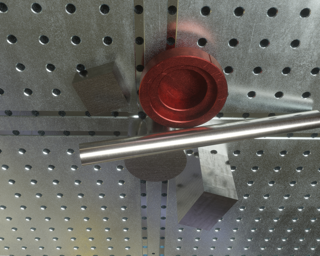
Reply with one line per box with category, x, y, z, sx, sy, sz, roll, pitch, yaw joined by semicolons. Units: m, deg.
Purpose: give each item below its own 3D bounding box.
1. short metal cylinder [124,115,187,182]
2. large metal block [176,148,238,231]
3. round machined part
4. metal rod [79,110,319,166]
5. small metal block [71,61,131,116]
short metal cylinder;-0.006;0.028;0.419;0.081;0.050;0.079;0;130;0
large metal block;0.064;0.089;0.453;0.050;0.080;0.079;17;128;-15
round machined part;0.026;-0.049;0.359;0.099;0.042;0.097;-1;130;0
metal rod;0.059;0.009;0.374;0.302;0.025;0.025;-8;131;-13
small metal block;-0.069;-0.046;0.371;0.050;0.025;0.050;-14;129;11
